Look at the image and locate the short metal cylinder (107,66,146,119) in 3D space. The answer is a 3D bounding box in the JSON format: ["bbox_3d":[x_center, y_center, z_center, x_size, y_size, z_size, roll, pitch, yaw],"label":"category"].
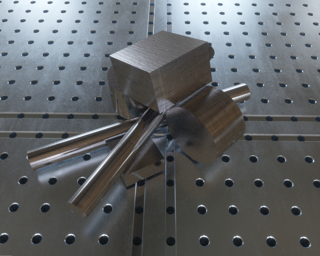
[{"bbox_3d":[-0.030,-0.057,0.434,0.081,0.050,0.080,0,50,0],"label":"short metal cylinder"}]

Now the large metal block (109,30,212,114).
[{"bbox_3d":[0.001,-0.070,0.363,0.080,0.050,0.080,-33,40,-24],"label":"large metal block"}]

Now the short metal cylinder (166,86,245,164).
[{"bbox_3d":[0.053,-0.004,0.371,0.050,0.080,0.080,-36,59,-25],"label":"short metal cylinder"}]

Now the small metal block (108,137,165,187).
[{"bbox_3d":[-0.029,0.035,0.373,0.050,0.025,0.050,-22,54,-18],"label":"small metal block"}]

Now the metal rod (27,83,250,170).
[{"bbox_3d":[-0.015,-0.007,0.408,0.302,0.025,0.025,-18,53,-15],"label":"metal rod"}]

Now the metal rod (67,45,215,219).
[{"bbox_3d":[-0.005,-0.018,0.386,0.025,0.025,0.301,24,54,19],"label":"metal rod"}]
